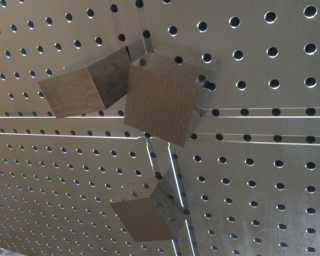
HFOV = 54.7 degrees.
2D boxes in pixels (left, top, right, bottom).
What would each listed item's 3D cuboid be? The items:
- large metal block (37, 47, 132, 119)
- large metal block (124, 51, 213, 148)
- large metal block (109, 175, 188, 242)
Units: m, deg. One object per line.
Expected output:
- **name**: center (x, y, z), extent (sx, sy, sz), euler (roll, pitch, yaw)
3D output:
- **large metal block**: center (-0.085, -0.056, 0.384), extent (0.080, 0.080, 0.050), euler (-8, 115, 31)
- **large metal block**: center (0.008, -0.035, 0.368), extent (0.080, 0.050, 0.079), euler (22, 126, 15)
- **large metal block**: center (-0.017, 0.127, 0.481), extent (0.080, 0.050, 0.080), euler (-18, 109, 35)
